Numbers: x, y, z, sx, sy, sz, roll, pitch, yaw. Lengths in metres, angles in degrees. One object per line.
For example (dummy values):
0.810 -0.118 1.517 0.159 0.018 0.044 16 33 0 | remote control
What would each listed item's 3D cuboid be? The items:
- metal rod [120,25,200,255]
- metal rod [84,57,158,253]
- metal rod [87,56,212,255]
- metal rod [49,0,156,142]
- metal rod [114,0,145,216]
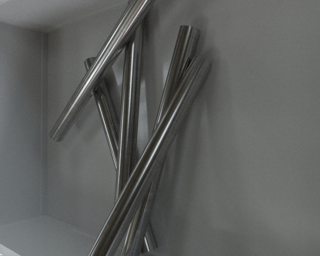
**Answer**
-0.001 0.023 0.390 0.025 0.025 0.298 19 96 38 | metal rod
-0.062 0.029 0.458 0.025 0.025 0.299 -30 71 36 | metal rod
-0.019 0.052 0.344 0.025 0.025 0.299 21 79 38 | metal rod
-0.091 -0.079 0.445 0.298 0.025 0.025 -48 62 32 | metal rod
-0.041 -0.026 0.423 0.025 0.025 0.298 0 84 40 | metal rod
